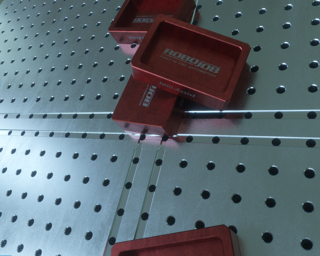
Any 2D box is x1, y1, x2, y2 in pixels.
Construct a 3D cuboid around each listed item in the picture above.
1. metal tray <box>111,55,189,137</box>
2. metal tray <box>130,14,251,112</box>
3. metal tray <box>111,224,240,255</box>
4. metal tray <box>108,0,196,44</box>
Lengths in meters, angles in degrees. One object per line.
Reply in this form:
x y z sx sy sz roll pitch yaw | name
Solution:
-0.003 -0.056 0.439 0.090 0.030 0.130 9 66 31 | metal tray
0.039 -0.086 0.399 0.130 0.030 0.090 22 70 8 | metal tray
0.015 0.152 0.302 0.130 0.030 0.090 -16 55 18 | metal tray
-0.015 -0.187 0.525 0.130 0.030 0.090 12 68 33 | metal tray
